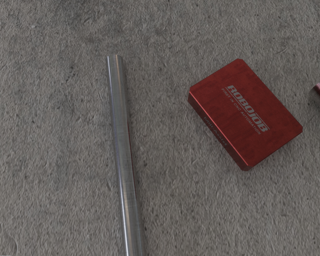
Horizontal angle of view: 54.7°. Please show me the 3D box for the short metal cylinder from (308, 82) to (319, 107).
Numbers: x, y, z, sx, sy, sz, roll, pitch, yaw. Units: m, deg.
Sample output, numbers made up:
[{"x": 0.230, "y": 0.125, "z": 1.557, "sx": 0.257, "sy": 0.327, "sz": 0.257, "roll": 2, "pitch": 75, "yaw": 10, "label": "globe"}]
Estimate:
[{"x": 0.243, "y": -0.049, "z": 0.399, "sx": 0.080, "sy": 0.080, "sz": 0.050, "roll": -29, "pitch": 73, "yaw": -10, "label": "short metal cylinder"}]

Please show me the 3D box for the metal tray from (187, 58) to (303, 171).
[{"x": 0.110, "y": -0.020, "z": 0.413, "sx": 0.090, "sy": 0.030, "sz": 0.130, "roll": -32, "pitch": 73, "yaw": -11, "label": "metal tray"}]

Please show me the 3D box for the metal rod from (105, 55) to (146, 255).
[{"x": -0.044, "y": 0.041, "z": 0.392, "sx": 0.025, "sy": 0.025, "sz": 0.299, "roll": -8, "pitch": 70, "yaw": -3, "label": "metal rod"}]
